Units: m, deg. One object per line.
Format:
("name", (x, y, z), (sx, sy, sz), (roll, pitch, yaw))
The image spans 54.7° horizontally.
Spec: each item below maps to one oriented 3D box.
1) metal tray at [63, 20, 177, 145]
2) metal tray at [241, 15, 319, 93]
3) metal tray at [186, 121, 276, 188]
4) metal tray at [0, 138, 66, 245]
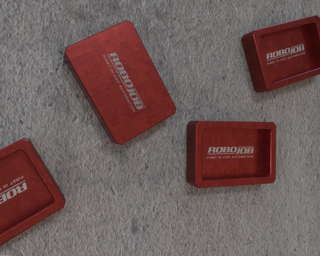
("metal tray", (-0.048, -0.055, 0.388), (0.091, 0.030, 0.130), (-31, 100, -17))
("metal tray", (0.197, -0.115, 0.478), (0.131, 0.030, 0.090), (-19, 96, -19))
("metal tray", (0.104, 0.035, 0.444), (0.131, 0.030, 0.089), (1, 90, -20))
("metal tray", (-0.184, 0.079, 0.338), (0.131, 0.030, 0.090), (-30, 100, -18))
